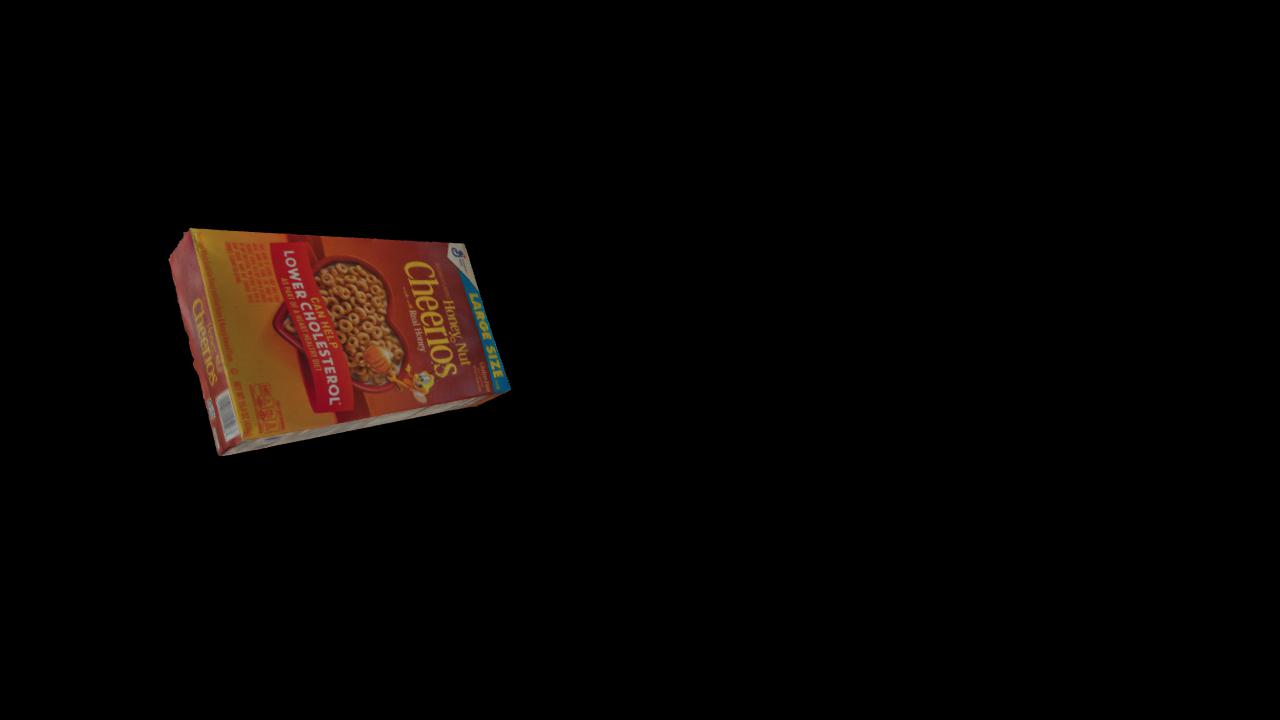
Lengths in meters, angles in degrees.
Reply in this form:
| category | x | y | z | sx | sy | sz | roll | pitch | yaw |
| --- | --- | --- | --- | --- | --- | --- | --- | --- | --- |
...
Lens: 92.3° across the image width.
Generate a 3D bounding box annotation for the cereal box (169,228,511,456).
| category | x | y | z | sx | sy | sz | roll | pitch | yaw |
| --- | --- | --- | --- | --- | --- | --- | --- | --- | --- |
| cereal box | -0.302 | -0.030 | 0.672 | 0.081 | 0.203 | 0.306 | -23 | -8 | 37 |
